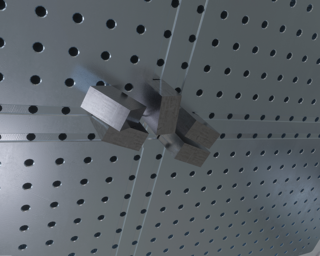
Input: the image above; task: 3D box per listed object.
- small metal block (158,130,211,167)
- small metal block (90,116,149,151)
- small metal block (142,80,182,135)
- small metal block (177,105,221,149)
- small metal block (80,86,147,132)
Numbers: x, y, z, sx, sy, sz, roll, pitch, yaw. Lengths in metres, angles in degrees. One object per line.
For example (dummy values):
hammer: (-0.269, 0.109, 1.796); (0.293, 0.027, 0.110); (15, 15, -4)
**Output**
small metal block: (0.033, 0.025, 0.427); (0.050, 0.050, 0.025); (22, 107, -36)
small metal block: (-0.049, -0.002, 0.367); (0.050, 0.050, 0.025); (19, 108, -36)
small metal block: (0.000, -0.026, 0.378); (0.025, 0.050, 0.050); (-6, 121, -26)
small metal block: (0.045, -0.002, 0.417); (0.050, 0.050, 0.025); (27, 104, -37)
small metal block: (-0.049, -0.023, 0.340); (0.025, 0.050, 0.050); (-61, 170, 15)
